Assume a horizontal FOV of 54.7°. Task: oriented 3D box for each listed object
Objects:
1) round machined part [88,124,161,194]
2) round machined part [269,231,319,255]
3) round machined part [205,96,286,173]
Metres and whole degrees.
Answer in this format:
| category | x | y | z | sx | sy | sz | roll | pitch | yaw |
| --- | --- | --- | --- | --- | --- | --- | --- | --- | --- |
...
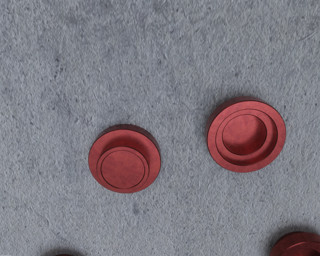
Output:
| category | x | y | z | sx | sy | sz | roll | pitch | yaw |
| --- | --- | --- | --- | --- | --- | --- | --- | --- | --- |
| round machined part | -0.048 | 0.047 | 0.418 | 0.099 | 0.042 | 0.097 | 0 | 110 | 0 |
| round machined part | 0.216 | 0.199 | 0.476 | 0.099 | 0.042 | 0.097 | 0 | 110 | 0 |
| round machined part | 0.107 | 0.005 | 0.403 | 0.099 | 0.042 | 0.097 | 0 | 110 | 0 |
